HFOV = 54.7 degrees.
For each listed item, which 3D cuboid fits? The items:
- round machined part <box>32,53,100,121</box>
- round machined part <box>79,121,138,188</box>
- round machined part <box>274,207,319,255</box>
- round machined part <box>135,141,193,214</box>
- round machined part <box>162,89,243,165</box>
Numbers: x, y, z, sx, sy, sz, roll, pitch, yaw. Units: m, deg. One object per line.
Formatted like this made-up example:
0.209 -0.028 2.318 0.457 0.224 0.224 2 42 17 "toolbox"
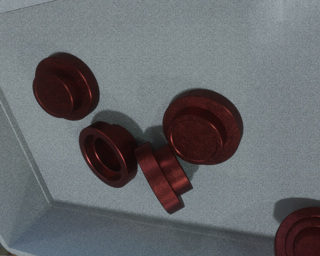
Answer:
-0.139 -0.053 0.438 0.098 0.042 0.097 13 124 21 "round machined part"
-0.068 0.034 0.445 0.098 0.042 0.097 24 131 31 "round machined part"
0.186 0.146 0.365 0.098 0.098 0.042 14 157 20 "round machined part"
0.009 0.059 0.406 0.042 0.098 0.098 -29 105 1 "round machined part"
0.047 0.006 0.376 0.098 0.042 0.097 13 124 20 "round machined part"
